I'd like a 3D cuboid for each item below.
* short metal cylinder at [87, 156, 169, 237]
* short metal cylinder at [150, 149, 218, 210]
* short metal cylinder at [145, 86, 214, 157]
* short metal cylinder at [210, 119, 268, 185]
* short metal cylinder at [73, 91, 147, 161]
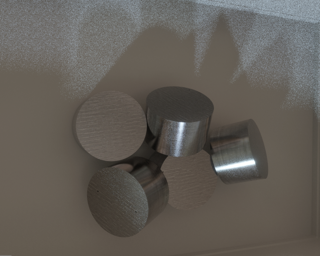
[{"bbox_3d":[-0.036,0.078,0.360,0.050,0.080,0.079,-18,99,-62],"label":"short metal cylinder"},{"bbox_3d":[0.028,0.062,0.407,0.081,0.050,0.079,0,90,-21],"label":"short metal cylinder"},{"bbox_3d":[0.021,-0.010,0.381,0.081,0.080,0.050,-9,129,-20],"label":"short metal cylinder"},{"bbox_3d":[0.107,0.032,0.415,0.080,0.050,0.080,36,46,-49],"label":"short metal cylinder"},{"bbox_3d":[-0.062,-0.002,0.372,0.081,0.050,0.079,0,90,-21],"label":"short metal cylinder"}]
